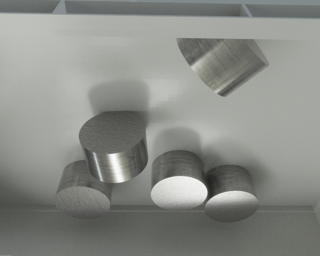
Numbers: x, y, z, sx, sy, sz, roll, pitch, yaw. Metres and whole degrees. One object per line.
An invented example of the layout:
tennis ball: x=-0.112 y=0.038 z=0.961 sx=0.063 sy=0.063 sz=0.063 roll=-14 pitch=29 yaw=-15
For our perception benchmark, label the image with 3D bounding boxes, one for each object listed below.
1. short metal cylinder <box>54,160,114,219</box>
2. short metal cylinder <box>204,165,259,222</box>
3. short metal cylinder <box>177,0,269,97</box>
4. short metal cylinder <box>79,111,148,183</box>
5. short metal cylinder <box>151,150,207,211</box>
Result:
short metal cylinder: x=-0.113 y=0.095 z=0.472 sx=0.081 sy=0.050 sz=0.079 roll=0 pitch=130 yaw=0
short metal cylinder: x=0.107 y=0.103 z=0.482 sx=0.081 sy=0.050 sz=0.079 roll=0 pitch=130 yaw=0
short metal cylinder: x=0.062 y=-0.078 z=0.308 sx=0.080 sy=0.080 sz=0.050 roll=37 pitch=121 yaw=-27
short metal cylinder: x=-0.057 y=0.022 z=0.391 sx=0.081 sy=0.080 sz=0.050 roll=-2 pitch=130 yaw=1
short metal cylinder: x=0.027 y=0.079 z=0.460 sx=0.081 sy=0.050 sz=0.079 roll=0 pitch=130 yaw=0
